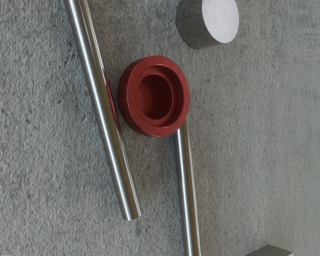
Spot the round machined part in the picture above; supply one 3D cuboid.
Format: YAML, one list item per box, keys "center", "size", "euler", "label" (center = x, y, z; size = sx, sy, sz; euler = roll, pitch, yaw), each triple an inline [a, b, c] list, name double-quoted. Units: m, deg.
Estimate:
- center: [-0.012, -0.038, 0.385]
  size: [0.099, 0.042, 0.097]
  euler: [0, 90, -40]
  label: "round machined part"

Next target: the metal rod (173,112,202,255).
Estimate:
- center: [0.042, 0.126, 0.442]
  size: [0.025, 0.025, 0.298]
  euler: [-10, 97, -40]
  label: "metal rod"

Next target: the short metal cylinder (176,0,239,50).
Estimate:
- center: [0.069, -0.159, 0.449]
  size: [0.081, 0.050, 0.079]
  euler: [0, 90, -40]
  label: "short metal cylinder"

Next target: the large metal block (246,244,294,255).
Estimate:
- center: [0.197, 0.267, 0.558]
  size: [0.081, 0.050, 0.079]
  euler: [-1, 91, -40]
  label: "large metal block"

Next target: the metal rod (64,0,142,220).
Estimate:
- center: [-0.067, -0.036, 0.350]
  size: [0.025, 0.025, 0.298]
  euler: [-22, 104, -38]
  label: "metal rod"
